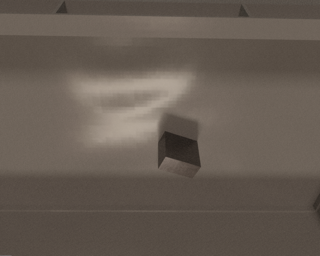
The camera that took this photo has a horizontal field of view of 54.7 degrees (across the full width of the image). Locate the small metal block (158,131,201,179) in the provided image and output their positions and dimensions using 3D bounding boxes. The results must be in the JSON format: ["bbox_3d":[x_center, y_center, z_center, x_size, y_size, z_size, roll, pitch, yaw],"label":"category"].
[{"bbox_3d":[0.025,0.036,0.424,0.050,0.050,0.025,18,128,-15],"label":"small metal block"}]
